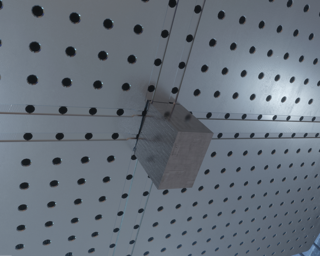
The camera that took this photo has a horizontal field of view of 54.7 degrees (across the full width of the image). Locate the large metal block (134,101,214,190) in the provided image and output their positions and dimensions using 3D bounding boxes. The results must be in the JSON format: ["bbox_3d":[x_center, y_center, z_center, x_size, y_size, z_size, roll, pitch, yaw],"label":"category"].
[{"bbox_3d":[0.013,0.021,0.396,0.050,0.080,0.079,3,117,-30],"label":"large metal block"}]
